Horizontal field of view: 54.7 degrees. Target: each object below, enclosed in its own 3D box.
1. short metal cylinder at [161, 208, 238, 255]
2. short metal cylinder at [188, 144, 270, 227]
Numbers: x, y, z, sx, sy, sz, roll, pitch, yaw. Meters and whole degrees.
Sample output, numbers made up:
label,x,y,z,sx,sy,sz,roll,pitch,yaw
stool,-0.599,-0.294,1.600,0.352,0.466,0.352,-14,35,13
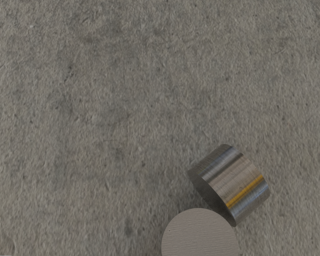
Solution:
label,x,y,z,sx,sy,sz,roll,pitch,yaw
short metal cylinder,0.042,0.133,0.347,0.081,0.050,0.080,0,70,0
short metal cylinder,0.077,0.065,0.356,0.050,0.080,0.080,-37,74,-12
